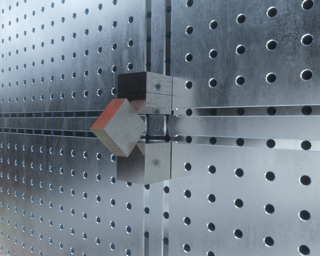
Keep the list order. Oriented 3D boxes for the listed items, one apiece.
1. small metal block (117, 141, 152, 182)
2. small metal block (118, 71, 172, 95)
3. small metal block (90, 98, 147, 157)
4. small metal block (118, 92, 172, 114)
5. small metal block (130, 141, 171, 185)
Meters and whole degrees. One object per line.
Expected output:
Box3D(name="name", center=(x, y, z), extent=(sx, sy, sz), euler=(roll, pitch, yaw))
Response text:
Box3D(name="small metal block", center=(-0.031, 0.043, 0.416), extent=(0.025, 0.050, 0.050), euler=(2, 91, 40))
Box3D(name="small metal block", center=(-0.019, -0.057, 0.406), extent=(0.050, 0.050, 0.025), euler=(3, 92, 39))
Box3D(name="small metal block", center=(-0.049, -0.001, 0.377), extent=(0.025, 0.050, 0.050), euler=(1, 48, 40))
Box3D(name="small metal block", center=(-0.020, -0.031, 0.407), extent=(0.050, 0.050, 0.025), euler=(3, 92, 39))
Box3D(name="small metal block", center=(-0.012, 0.043, 0.399), extent=(0.025, 0.050, 0.050), euler=(2, 91, 40))
